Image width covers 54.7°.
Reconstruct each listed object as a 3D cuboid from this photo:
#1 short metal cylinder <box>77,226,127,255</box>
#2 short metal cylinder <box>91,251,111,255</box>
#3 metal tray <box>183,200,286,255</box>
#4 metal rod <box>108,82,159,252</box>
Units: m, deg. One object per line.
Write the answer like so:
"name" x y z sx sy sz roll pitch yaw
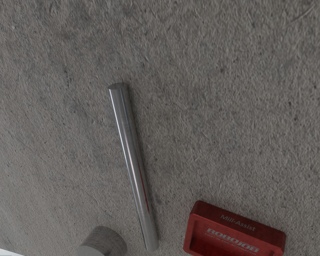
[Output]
"short metal cylinder" -0.111 0.237 0.596 0.080 0.050 0.079 13 124 21
"short metal cylinder" -0.123 0.305 0.645 0.080 0.050 0.079 13 124 21
"metal tray" 0.104 0.167 0.452 0.130 0.030 0.089 18 126 17
"metal rod" -0.034 0.076 0.471 0.025 0.025 0.298 5 121 25
